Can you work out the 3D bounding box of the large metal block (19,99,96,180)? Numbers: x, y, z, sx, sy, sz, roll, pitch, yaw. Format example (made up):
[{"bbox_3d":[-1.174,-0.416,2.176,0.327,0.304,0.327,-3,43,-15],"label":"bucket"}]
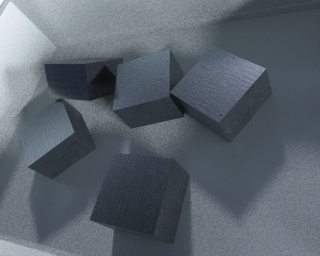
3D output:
[{"bbox_3d":[-0.153,0.015,0.459,0.080,0.050,0.080,-36,51,4],"label":"large metal block"}]

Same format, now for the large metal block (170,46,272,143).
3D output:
[{"bbox_3d":[0.074,-0.042,0.376,0.080,0.050,0.080,-48,52,-6],"label":"large metal block"}]

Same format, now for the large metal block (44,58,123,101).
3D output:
[{"bbox_3d":[-0.110,-0.076,0.465,0.080,0.050,0.080,7,20,31],"label":"large metal block"}]

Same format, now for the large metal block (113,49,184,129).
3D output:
[{"bbox_3d":[-0.014,-0.053,0.428,0.080,0.050,0.080,-12,57,21],"label":"large metal block"}]

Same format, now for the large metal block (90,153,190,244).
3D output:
[{"bbox_3d":[-0.020,0.078,0.351,0.080,0.050,0.080,3,63,29],"label":"large metal block"}]
